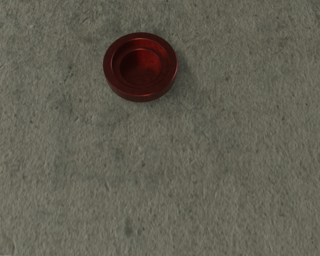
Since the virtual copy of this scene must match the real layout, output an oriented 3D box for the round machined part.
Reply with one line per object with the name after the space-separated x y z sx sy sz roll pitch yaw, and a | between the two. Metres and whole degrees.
-0.026 -0.079 0.428 0.099 0.042 0.098 0 70 -1 | round machined part
